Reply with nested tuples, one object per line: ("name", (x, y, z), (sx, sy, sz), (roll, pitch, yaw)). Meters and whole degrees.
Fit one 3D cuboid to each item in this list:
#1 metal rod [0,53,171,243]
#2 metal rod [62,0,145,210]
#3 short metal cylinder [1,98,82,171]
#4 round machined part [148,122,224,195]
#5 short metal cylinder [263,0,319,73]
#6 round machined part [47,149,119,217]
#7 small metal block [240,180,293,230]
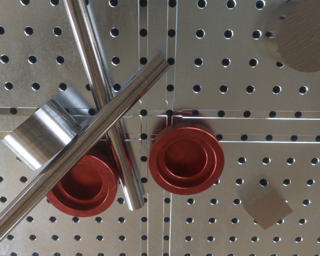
("metal rod", (-0.100, 0.024, 0.380), (0.300, 0.025, 0.025), (-46, 104, 0))
("metal rod", (-0.069, -0.023, 0.404), (0.025, 0.025, 0.298), (-12, 110, 4))
("short metal cylinder", (-0.146, 0.007, 0.385), (0.080, 0.080, 0.050), (-36, 106, 12))
("round machined part", (0.034, 0.038, 0.418), (0.099, 0.042, 0.097), (0, 110, 0))
("short metal cylinder", (0.169, -0.109, 0.361), (0.081, 0.050, 0.079), (0, 110, 0))
("round machined part", (-0.106, 0.070, 0.429), (0.099, 0.042, 0.097), (0, 110, 0))
("small metal block", (0.157, 0.114, 0.457), (0.050, 0.025, 0.050), (-40, 106, 13))
